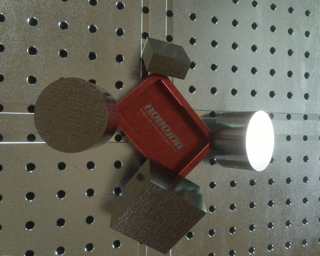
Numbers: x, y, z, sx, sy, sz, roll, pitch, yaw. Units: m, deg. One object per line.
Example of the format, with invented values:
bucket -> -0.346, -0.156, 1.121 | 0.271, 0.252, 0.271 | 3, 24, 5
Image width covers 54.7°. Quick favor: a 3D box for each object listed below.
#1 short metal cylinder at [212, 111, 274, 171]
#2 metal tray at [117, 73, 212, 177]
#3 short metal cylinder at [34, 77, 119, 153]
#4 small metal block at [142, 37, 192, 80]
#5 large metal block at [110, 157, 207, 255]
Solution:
short metal cylinder -> 0.115, 0.017, 0.425 | 0.081, 0.050, 0.079 | -1, 91, -46
metal tray -> 0.004, 0.001, 0.411 | 0.090, 0.030, 0.130 | -43, 104, -15
short metal cylinder -> -0.091, -0.014, 0.350 | 0.080, 0.050, 0.079 | 0, 91, 5
small metal block -> 0.007, -0.090, 0.399 | 0.050, 0.050, 0.025 | 10, 125, -20
large metal block -> -0.003, 0.096, 0.380 | 0.080, 0.050, 0.080 | 33, 110, -18
